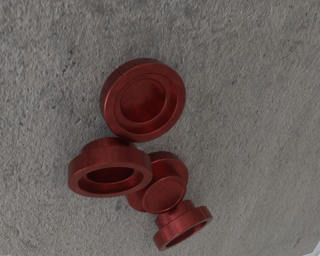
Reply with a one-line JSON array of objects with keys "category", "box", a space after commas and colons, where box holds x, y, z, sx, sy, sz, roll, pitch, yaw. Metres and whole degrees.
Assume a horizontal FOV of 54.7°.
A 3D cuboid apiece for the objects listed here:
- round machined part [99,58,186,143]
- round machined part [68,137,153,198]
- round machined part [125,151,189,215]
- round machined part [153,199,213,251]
[{"category": "round machined part", "box": [-0.023, -0.035, 0.362, 0.099, 0.042, 0.097, -14, 124, -21]}, {"category": "round machined part", "box": [-0.060, 0.046, 0.374, 0.099, 0.042, 0.098, -8, 147, -5]}, {"category": "round machined part", "box": [-0.001, 0.086, 0.448, 0.099, 0.042, 0.097, -14, 124, -21]}, {"category": "round machined part", "box": [0.031, 0.149, 0.489, 0.099, 0.042, 0.098, -26, 153, -14]}]
